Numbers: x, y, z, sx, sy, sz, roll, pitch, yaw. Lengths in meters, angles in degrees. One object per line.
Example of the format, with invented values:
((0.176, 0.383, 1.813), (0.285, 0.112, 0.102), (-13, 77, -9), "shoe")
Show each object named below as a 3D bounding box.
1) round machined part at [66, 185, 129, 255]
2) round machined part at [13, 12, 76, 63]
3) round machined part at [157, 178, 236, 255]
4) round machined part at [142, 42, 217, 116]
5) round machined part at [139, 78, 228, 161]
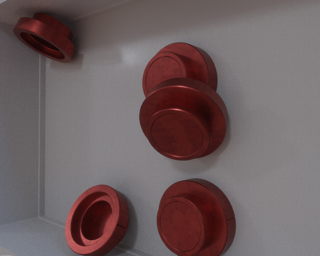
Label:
((-0.084, 0.135, 0.445), (0.098, 0.042, 0.098), (-19, 50, 25), "round machined part")
((-0.185, -0.153, 0.515), (0.098, 0.098, 0.042), (12, 74, 39), "round machined part")
((0.035, 0.111, 0.365), (0.098, 0.042, 0.097), (0, 90, 39), "round machined part")
((0.017, -0.056, 0.380), (0.098, 0.042, 0.097), (0, 90, 39), "round machined part")
((0.023, -0.002, 0.342), (0.098, 0.042, 0.097), (9, 127, 13), "round machined part")
